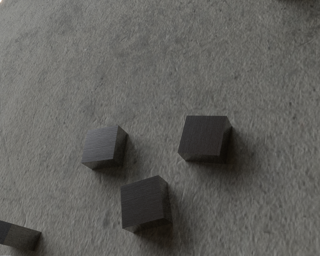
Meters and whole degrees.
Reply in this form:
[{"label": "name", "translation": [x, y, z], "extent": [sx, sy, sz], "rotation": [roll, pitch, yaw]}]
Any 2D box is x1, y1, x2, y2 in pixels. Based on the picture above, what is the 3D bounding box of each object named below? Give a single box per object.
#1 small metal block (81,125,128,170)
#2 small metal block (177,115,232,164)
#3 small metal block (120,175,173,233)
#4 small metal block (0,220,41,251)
[{"label": "small metal block", "translation": [-0.076, 0.027, 0.425], "extent": [0.050, 0.025, 0.050], "rotation": [-9, 58, 23]}, {"label": "small metal block", "translation": [0.054, 0.013, 0.367], "extent": [0.050, 0.025, 0.050], "rotation": [2, 62, 28]}, {"label": "small metal block", "translation": [-0.016, 0.088, 0.357], "extent": [0.050, 0.025, 0.050], "rotation": [-19, 54, 16]}, {"label": "small metal block", "translation": [-0.195, 0.138, 0.403], "extent": [0.050, 0.050, 0.025], "rotation": [2, 63, 29]}]
